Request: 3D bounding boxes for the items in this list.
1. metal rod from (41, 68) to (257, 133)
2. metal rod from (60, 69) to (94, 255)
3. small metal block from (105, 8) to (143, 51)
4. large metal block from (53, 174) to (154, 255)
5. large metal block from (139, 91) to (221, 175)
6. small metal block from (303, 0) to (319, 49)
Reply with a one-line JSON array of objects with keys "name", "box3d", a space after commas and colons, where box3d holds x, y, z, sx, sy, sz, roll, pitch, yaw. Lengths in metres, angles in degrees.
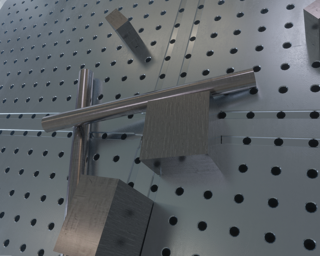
[{"name": "metal rod", "box3d": [-0.025, -0.034, 0.423, 0.301, 0.025, 0.025, -11, 57, 14]}, {"name": "metal rod", "box3d": [-0.116, 0.032, 0.449, 0.025, 0.025, 0.299, -17, 55, 18]}, {"name": "small metal block", "box3d": [-0.061, -0.168, 0.528, 0.025, 0.050, 0.050, -39, 51, 2]}, {"name": "large metal block", "box3d": [-0.056, 0.104, 0.338, 0.050, 0.080, 0.080, 1, 62, 29]}, {"name": "large metal block", "box3d": [0.027, 0.008, 0.373, 0.080, 0.050, 0.080, -8, 58, 24]}, {"name": "small metal block", "box3d": [0.202, -0.131, 0.367, 0.050, 0.050, 0.025, -34, 51, 6]}]
